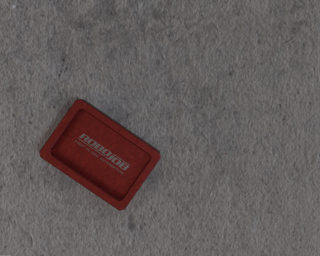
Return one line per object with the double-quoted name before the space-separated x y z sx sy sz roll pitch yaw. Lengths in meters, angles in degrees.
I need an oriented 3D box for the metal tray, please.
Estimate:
"metal tray" -0.076 0.034 0.406 0.130 0.030 0.090 35 90 -1
